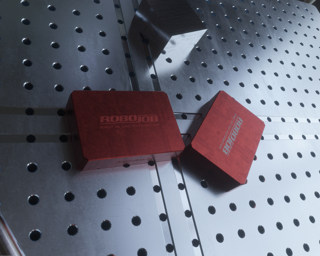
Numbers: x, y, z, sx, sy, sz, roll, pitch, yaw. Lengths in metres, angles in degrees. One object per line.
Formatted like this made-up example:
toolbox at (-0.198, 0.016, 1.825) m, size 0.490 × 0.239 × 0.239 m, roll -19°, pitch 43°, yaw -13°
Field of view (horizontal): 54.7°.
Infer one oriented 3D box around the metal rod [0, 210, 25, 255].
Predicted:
metal rod at (-0.199, 0.019, 0.289) m, size 0.025 × 0.025 × 0.299 m, roll -28°, pitch 77°, yaw -37°

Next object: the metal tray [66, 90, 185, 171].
metal tray at (-0.041, -0.001, 0.385) m, size 0.131 × 0.030 × 0.090 m, roll -3°, pitch 63°, yaw -30°

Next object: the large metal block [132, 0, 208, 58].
large metal block at (0.016, -0.169, 0.505) m, size 0.081 × 0.050 × 0.080 m, roll -24°, pitch 75°, yaw -37°

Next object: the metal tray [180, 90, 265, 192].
metal tray at (0.095, 0.015, 0.449) m, size 0.090 × 0.030 × 0.130 m, roll 37°, pitch 51°, yaw -4°
